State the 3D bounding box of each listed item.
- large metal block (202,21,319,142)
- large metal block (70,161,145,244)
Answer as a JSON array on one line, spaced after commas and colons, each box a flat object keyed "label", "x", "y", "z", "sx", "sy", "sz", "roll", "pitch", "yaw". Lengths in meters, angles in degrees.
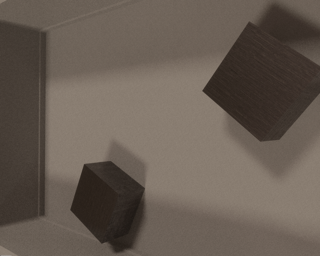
[{"label": "large metal block", "x": 0.103, "y": -0.044, "z": 0.304, "sx": 0.080, "sy": 0.050, "sz": 0.080, "roll": 47, "pitch": 118, "yaw": 29}, {"label": "large metal block", "x": -0.078, "y": 0.105, "z": 0.453, "sx": 0.080, "sy": 0.050, "sz": 0.079, "roll": 31, "pitch": 109, "yaw": 35}]
